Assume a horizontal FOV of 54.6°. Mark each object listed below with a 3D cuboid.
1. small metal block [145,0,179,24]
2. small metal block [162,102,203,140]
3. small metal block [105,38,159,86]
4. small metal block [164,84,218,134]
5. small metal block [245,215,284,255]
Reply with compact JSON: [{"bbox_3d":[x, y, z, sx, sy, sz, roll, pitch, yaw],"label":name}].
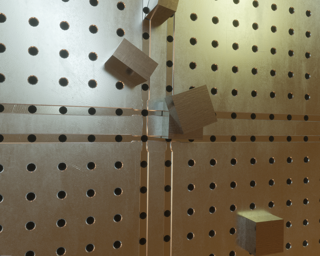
[{"bbox_3d":[0.006,-0.170,0.401,0.025,0.050,0.050,15,85,-19],"label":"small metal block"},{"bbox_3d":[0.031,-0.010,0.424,0.050,0.025,0.050,3,89,-20],"label":"small metal block"},{"bbox_3d":[-0.036,-0.080,0.386,0.050,0.050,0.025,35,79,-17],"label":"small metal block"},{"bbox_3d":[0.040,-0.024,0.401,0.050,0.025,0.050,-20,97,-19],"label":"small metal block"},{"bbox_3d":[0.159,0.162,0.471,0.050,0.025,0.050,1,90,-20],"label":"small metal block"}]
